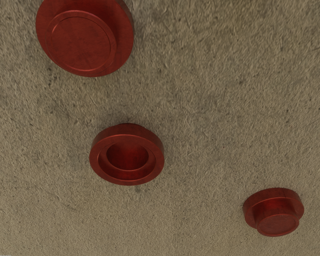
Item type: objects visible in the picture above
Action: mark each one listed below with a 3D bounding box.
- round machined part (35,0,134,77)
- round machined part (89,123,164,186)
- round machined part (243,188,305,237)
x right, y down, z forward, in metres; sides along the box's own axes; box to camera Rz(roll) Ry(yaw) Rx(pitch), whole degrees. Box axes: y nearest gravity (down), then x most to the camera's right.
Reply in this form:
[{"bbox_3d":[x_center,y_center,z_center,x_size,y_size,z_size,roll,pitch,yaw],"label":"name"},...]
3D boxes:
[{"bbox_3d":[-0.077,-0.093,0.316,0.099,0.042,0.097,0,130,0],"label":"round machined part"},{"bbox_3d":[-0.043,0.032,0.422,0.099,0.042,0.097,0,130,0],"label":"round machined part"},{"bbox_3d":[0.194,0.148,0.524,0.099,0.042,0.097,0,130,0],"label":"round machined part"}]
